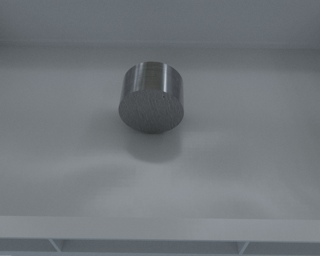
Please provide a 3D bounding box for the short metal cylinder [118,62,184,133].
[{"bbox_3d":[-0.010,-0.038,0.397,0.080,0.080,0.050,1,50,1],"label":"short metal cylinder"}]
